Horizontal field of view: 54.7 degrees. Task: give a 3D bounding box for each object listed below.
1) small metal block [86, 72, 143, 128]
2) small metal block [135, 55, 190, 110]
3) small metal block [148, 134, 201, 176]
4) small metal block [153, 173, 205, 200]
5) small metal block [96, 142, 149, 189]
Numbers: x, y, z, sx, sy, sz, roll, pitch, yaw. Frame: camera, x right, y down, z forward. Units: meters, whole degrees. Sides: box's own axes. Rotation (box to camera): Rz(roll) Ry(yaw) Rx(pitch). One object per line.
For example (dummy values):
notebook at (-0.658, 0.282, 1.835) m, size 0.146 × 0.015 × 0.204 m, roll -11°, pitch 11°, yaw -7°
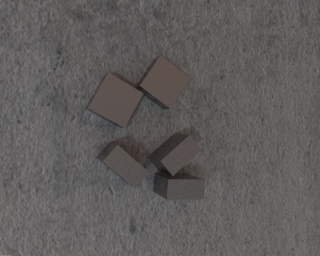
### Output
small metal block at (-0.057, -0.034, 0.389) m, size 0.050 × 0.025 × 0.050 m, roll 30°, pitch 80°, yaw -18°
small metal block at (0.003, -0.060, 0.411) m, size 0.050 × 0.025 × 0.050 m, roll 36°, pitch 78°, yaw -17°
small metal block at (0.018, 0.033, 0.403) m, size 0.050 × 0.050 × 0.025 m, roll -41°, pitch 103°, yaw -16°
small metal block at (0.024, 0.076, 0.406) m, size 0.050 × 0.050 × 0.025 m, roll 4°, pitch 89°, yaw -20°
small metal block at (-0.047, 0.045, 0.379) m, size 0.050 × 0.050 × 0.025 m, roll 43°, pitch 76°, yaw -15°
